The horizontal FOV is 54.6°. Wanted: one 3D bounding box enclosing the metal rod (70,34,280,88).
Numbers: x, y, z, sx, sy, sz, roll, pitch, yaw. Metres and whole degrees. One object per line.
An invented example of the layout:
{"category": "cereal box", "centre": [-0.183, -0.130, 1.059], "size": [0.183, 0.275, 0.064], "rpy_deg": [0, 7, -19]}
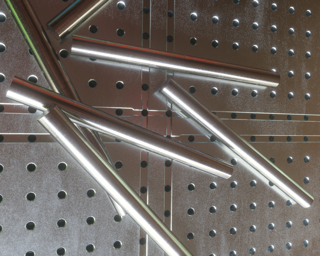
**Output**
{"category": "metal rod", "centre": [0.035, -0.087, 0.424], "size": [0.302, 0.025, 0.025], "rpy_deg": [5, 88, -20]}

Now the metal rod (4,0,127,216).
{"category": "metal rod", "centre": [-0.106, -0.028, 0.373], "size": [0.025, 0.025, 0.299], "rpy_deg": [-29, 100, -18]}

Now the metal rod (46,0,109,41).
{"category": "metal rod", "centre": [-0.025, -0.218, 0.402], "size": [0.301, 0.025, 0.025], "rpy_deg": [-47, 105, -14]}

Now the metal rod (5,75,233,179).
{"category": "metal rod", "centre": [-0.028, 0.010, 0.383], "size": [0.302, 0.025, 0.025], "rpy_deg": [23, 83, -26]}

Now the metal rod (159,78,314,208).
{"category": "metal rod", "centre": [0.121, 0.030, 0.456], "size": [0.301, 0.025, 0.025], "rpy_deg": [37, 78, -16]}

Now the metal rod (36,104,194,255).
{"category": "metal rod", "centre": [-0.031, 0.093, 0.373], "size": [0.025, 0.025, 0.300], "rpy_deg": [-44, 114, -15]}
